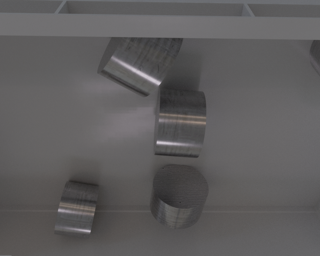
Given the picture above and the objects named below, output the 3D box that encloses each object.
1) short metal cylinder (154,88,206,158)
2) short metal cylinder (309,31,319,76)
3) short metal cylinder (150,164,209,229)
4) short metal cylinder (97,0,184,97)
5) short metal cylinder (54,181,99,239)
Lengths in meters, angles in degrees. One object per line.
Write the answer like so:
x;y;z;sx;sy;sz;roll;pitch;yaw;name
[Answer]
0.021;-0.006;0.368;0.050;0.080;0.079;5;130;-4;short metal cylinder
0.210;-0.076;0.330;0.081;0.050;0.079;0;130;0;short metal cylinder
0.027;0.100;0.459;0.081;0.080;0.050;5;130;-4;short metal cylinder
-0.020;-0.077;0.307;0.050;0.080;0.080;27;125;-21;short metal cylinder
-0.127;0.126;0.479;0.050;0.080;0.079;12;129;-10;short metal cylinder
